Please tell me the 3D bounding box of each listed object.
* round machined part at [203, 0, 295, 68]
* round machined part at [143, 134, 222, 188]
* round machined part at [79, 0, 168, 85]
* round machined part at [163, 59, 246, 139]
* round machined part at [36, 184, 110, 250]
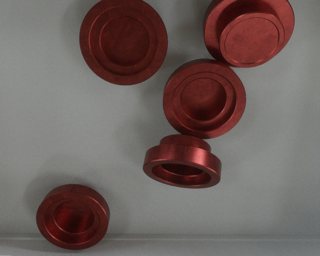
[{"bbox_3d":[0.098,-0.106,0.344,0.099,0.042,0.097,1,137,1],"label":"round machined part"},{"bbox_3d":[0.030,0.042,0.400,0.099,0.042,0.098,8,152,5],"label":"round machined part"},{"bbox_3d":[-0.040,-0.102,0.364,0.099,0.042,0.097,0,110,-1],"label":"round machined part"},{"bbox_3d":[0.053,-0.038,0.386,0.099,0.042,0.097,1,115,1],"label":"round machined part"},{"bbox_3d":[-0.121,0.122,0.446,0.099,0.042,0.097,0,110,-1],"label":"round machined part"}]
